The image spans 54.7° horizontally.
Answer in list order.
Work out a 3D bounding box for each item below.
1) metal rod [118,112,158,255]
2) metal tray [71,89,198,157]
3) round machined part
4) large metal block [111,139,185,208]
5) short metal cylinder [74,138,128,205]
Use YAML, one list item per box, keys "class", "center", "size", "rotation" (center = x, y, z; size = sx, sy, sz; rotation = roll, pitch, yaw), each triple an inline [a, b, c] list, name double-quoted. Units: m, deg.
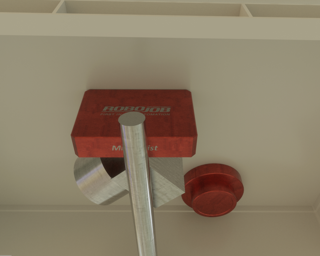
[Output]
- class: "metal rod"
  center: [-0.019, 0.114, 0.369]
  size: [0.025, 0.025, 0.298]
  rotation: [-2, 124, 1]
- class: "metal tray"
  center: [-0.027, -0.008, 0.359]
  size: [0.131, 0.090, 0.030]
  rotation: [0, 130, -1]
- class: "round machined part"
  center: [0.083, 0.104, 0.488]
  size: [0.099, 0.042, 0.097]
  rotation: [-1, 130, 0]
- class: "large metal block"
  center: [-0.014, 0.046, 0.412]
  size: [0.050, 0.080, 0.080]
  rotation: [-35, 123, 25]
- class: "short metal cylinder"
  center: [-0.068, 0.058, 0.421]
  size: [0.050, 0.080, 0.080]
  rotation: [-34, 123, 25]
